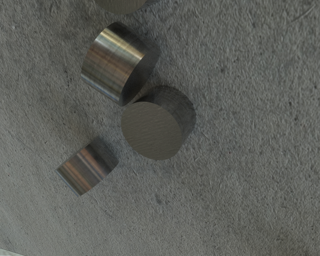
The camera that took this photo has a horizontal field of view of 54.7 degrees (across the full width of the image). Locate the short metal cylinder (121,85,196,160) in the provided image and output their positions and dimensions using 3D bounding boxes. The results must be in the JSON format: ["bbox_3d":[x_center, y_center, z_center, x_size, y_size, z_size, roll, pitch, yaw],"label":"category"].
[{"bbox_3d":[-0.001,-0.007,0.387,0.080,0.050,0.079,13,124,21],"label":"short metal cylinder"}]

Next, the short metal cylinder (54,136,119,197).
[{"bbox_3d":[-0.109,0.056,0.464,0.080,0.080,0.050,-32,101,38],"label":"short metal cylinder"}]

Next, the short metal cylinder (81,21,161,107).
[{"bbox_3d":[-0.043,-0.071,0.350,0.050,0.080,0.079,34,129,6],"label":"short metal cylinder"}]

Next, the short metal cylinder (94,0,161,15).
[{"bbox_3d":[-0.031,-0.159,0.308,0.080,0.050,0.079,13,124,21],"label":"short metal cylinder"}]
